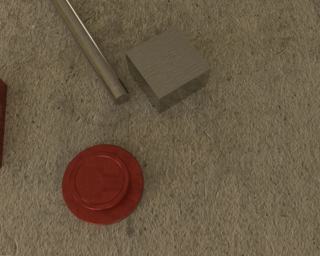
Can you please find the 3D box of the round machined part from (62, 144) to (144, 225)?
[{"bbox_3d":[-0.069,0.066,0.374,0.099,0.042,0.098,0,70,0],"label":"round machined part"}]

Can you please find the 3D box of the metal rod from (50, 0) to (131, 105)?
[{"bbox_3d":[-0.130,-0.159,0.465,0.025,0.025,0.299,-30,73,-10],"label":"metal rod"}]

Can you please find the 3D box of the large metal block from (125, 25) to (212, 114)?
[{"bbox_3d":[0.011,-0.079,0.424,0.080,0.050,0.080,-32,73,-11],"label":"large metal block"}]

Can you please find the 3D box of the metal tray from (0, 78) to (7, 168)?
[{"bbox_3d":[-0.256,-0.005,0.405,0.091,0.030,0.130,-6,70,-2],"label":"metal tray"}]
